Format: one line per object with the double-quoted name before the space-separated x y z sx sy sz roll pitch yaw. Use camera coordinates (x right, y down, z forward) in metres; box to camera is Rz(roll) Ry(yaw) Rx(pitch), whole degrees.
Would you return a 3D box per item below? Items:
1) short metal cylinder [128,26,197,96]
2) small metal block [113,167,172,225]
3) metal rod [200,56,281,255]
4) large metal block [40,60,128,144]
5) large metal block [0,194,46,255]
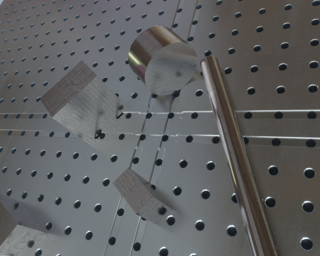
"short metal cylinder" 0.004 -0.092 0.426 0.080 0.080 0.050 -39 51 1
"small metal block" -0.020 0.078 0.353 0.025 0.050 0.050 -45 51 -3
"metal rod" 0.085 0.033 0.342 0.025 0.025 0.299 -20 54 16
"large metal block" -0.108 -0.036 0.450 0.080 0.080 0.050 -44 51 -2
"large metal block" -0.215 0.145 0.413 0.080 0.050 0.080 29 77 37
